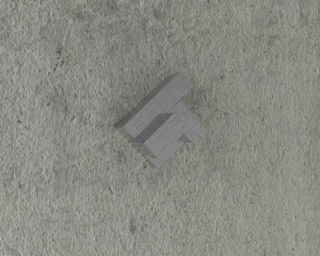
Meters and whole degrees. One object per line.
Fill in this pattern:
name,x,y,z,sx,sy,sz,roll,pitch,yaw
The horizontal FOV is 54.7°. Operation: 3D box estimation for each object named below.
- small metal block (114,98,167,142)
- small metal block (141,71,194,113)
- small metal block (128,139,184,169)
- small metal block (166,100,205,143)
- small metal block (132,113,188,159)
small metal block,-0.026,-0.010,0.388,0.050,0.050,0.025,-45,105,-15
small metal block,0.008,-0.044,0.401,0.050,0.050,0.025,-45,105,-15
small metal block,-0.006,0.018,0.409,0.050,0.025,0.050,-44,104,-15
small metal block,0.024,-0.008,0.407,0.025,0.050,0.050,-45,105,-14
small metal block,-0.001,0.009,0.371,0.050,0.050,0.025,-45,105,-15
